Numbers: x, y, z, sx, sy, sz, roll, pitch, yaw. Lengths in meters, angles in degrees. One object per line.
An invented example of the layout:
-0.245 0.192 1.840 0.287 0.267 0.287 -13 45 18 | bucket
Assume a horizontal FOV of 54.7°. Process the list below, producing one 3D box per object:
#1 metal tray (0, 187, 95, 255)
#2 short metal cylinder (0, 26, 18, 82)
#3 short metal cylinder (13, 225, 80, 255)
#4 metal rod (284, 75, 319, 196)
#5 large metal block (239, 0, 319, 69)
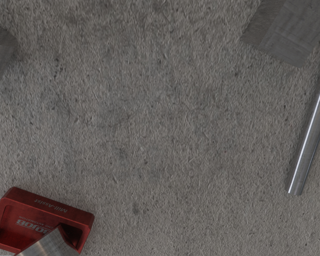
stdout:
-0.175 0.151 0.460 0.131 0.030 0.089 22 109 -8 | metal tray
-0.210 -0.091 0.345 0.080 0.080 0.050 30 107 -11 | short metal cylinder
-0.159 0.178 0.424 0.080 0.080 0.050 -33 87 11 | short metal cylinder
0.212 -0.048 0.393 0.025 0.025 0.298 7 110 -3 | metal rod
0.139 -0.118 0.338 0.050 0.080 0.080 26 108 -9 | large metal block
